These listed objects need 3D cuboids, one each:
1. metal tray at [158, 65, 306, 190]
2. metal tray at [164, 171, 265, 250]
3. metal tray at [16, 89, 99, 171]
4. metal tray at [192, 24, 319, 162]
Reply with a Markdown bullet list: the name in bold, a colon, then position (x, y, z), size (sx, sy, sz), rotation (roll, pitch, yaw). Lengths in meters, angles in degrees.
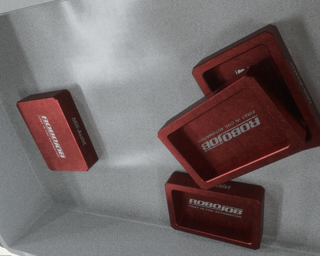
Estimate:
- **metal tray**: position (0.072, 0.006, 0.331), size (0.130, 0.030, 0.090), rotation (-33, 100, 38)
- **metal tray**: position (0.076, 0.114, 0.435), size (0.130, 0.030, 0.089), rotation (6, 121, 25)
- **metal tray**: position (-0.163, 0.007, 0.496), size (0.090, 0.030, 0.129), rotation (-4, 117, 30)
- **metal tray**: position (0.105, -0.030, 0.331), size (0.090, 0.030, 0.130), rotation (-23, 107, 36)
